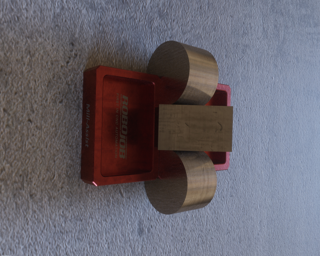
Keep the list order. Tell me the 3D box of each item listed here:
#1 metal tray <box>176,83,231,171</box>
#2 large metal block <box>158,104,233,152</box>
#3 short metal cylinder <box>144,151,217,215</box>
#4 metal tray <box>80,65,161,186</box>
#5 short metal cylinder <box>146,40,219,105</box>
[{"bbox_3d":[0.064,-0.002,0.457,0.091,0.030,0.129,2,89,-40],"label":"metal tray"},{"bbox_3d":[0.039,0.000,0.376,0.081,0.080,0.050,2,90,0],"label":"large metal block"},{"bbox_3d":[0.024,0.065,0.391,0.050,0.080,0.080,3,89,-40],"label":"short metal cylinder"},{"bbox_3d":[-0.044,-0.002,0.366,0.091,0.030,0.129,2,89,-40],"label":"metal tray"},{"bbox_3d":[0.027,-0.065,0.392,0.050,0.080,0.080,3,89,-40],"label":"short metal cylinder"}]
